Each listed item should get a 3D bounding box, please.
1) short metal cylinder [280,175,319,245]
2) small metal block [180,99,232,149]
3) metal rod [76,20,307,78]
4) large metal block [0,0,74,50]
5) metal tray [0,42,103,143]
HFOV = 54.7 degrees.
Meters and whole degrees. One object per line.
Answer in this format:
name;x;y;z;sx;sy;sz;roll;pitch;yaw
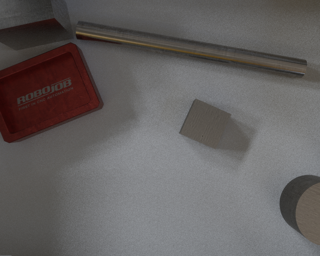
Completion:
short metal cylinder;0.205;0.105;0.402;0.081;0.050;0.079;0;90;-1
small metal block;0.059;-0.005;0.412;0.050;0.025;0.050;24;90;-1
metal rod;0.041;-0.104;0.411;0.302;0.025;0.025;10;90;-1
large metal block;-0.162;-0.138;0.382;0.080;0.080;0.050;-12;90;0
metal tray;-0.152;-0.045;0.406;0.131;0.030;0.090;-22;90;-1
